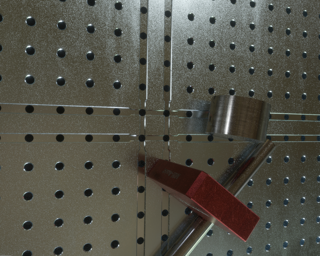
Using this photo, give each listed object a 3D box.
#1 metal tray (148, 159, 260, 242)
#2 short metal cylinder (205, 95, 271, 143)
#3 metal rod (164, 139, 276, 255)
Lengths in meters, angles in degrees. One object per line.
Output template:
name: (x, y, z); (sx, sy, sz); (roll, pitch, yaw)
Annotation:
metal tray: (0.046, 0.081, 0.375); (0.090, 0.130, 0.030); (40, 77, -16)
short metal cylinder: (0.106, -0.011, 0.424); (0.081, 0.080, 0.050); (12, 86, -20)
metal rod: (0.066, 0.129, 0.438); (0.301, 0.025, 0.025); (-46, 105, -15)
